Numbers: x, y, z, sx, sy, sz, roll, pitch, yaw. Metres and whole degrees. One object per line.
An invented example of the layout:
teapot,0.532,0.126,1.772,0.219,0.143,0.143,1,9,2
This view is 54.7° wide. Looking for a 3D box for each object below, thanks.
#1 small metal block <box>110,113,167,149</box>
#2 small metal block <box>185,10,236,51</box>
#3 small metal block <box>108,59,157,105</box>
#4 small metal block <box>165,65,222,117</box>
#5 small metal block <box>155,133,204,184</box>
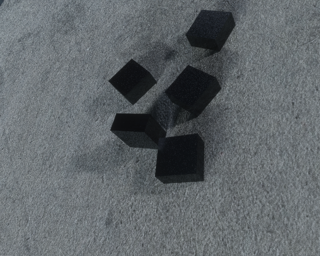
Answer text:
small metal block,-0.027,0.005,0.399,0.050,0.050,0.025,2,63,29
small metal block,0.074,-0.144,0.453,0.050,0.025,0.050,21,73,36
small metal block,-0.042,-0.070,0.469,0.050,0.025,0.050,-45,51,-3
small metal block,0.044,-0.050,0.412,0.050,0.025,0.050,34,81,38
small metal block,0.024,0.037,0.368,0.050,0.025,0.050,-8,58,24
